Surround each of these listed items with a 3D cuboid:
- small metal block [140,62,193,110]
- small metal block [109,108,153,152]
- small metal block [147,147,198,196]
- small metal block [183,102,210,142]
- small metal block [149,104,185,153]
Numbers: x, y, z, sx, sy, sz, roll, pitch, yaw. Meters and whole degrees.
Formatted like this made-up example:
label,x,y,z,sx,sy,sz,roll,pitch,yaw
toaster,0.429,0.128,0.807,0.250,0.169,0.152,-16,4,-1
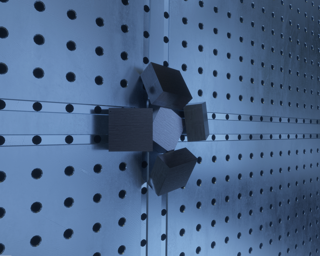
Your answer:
label,x,y,z,sx,sy,sz,roll,pitch,yaw
small metal block,0.008,-0.054,0.401,0.050,0.025,0.050,8,49,-40
small metal block,-0.035,0.002,0.367,0.050,0.025,0.050,0,90,-6
small metal block,0.016,0.057,0.409,0.050,0.025,0.050,-12,133,-40
small metal block,0.053,-0.010,0.440,0.050,0.025,0.050,-29,112,-74
small metal block,0.002,0.001,0.412,0.050,0.025,0.050,39,66,-34
